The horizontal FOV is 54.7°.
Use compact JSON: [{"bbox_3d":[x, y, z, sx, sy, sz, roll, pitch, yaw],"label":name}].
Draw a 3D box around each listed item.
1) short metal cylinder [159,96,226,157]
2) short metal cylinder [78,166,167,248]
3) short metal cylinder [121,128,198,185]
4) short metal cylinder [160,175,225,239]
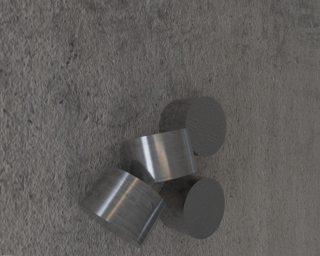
[{"bbox_3d":[0.046,-0.002,0.427,0.081,0.050,0.080,0,90,-40],"label":"short metal cylinder"},{"bbox_3d":[-0.040,0.086,0.336,0.080,0.080,0.050,49,61,-29],"label":"short metal cylinder"},{"bbox_3d":[-0.001,0.032,0.364,0.081,0.080,0.050,-10,87,-40],"label":"short metal cylinder"},{"bbox_3d":[0.044,0.105,0.425,0.081,0.050,0.080,0,90,-40],"label":"short metal cylinder"}]
